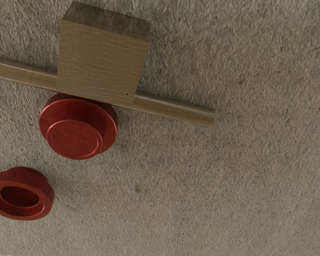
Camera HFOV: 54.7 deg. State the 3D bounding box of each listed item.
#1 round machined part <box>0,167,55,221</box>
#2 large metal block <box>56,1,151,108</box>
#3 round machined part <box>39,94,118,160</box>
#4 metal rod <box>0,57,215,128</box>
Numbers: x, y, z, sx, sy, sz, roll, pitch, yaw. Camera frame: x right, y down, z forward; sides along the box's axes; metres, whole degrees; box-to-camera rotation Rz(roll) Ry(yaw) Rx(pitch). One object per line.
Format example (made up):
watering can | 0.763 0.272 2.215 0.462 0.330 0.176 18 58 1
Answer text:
round machined part | -0.212 0.097 0.477 0.099 0.042 0.097 0 130 0
large metal block | -0.059 -0.076 0.326 0.081 0.050 0.079 12 129 -10
round machined part | -0.105 0.003 0.398 0.099 0.042 0.097 0 130 0
metal rod | -0.080 -0.045 0.367 0.302 0.025 0.025 13 129 -11
